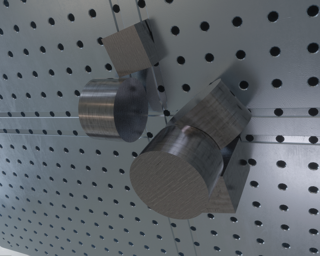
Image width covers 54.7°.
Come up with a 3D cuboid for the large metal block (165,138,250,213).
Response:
[{"bbox_3d":[0.057,0.058,0.381,0.080,0.080,0.050,-8,114,32],"label":"large metal block"}]

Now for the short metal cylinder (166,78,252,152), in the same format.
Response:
[{"bbox_3d":[0.053,-0.009,0.342,0.050,0.080,0.080,48,129,-5],"label":"short metal cylinder"}]

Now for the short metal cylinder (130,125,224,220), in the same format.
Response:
[{"bbox_3d":[0.017,0.043,0.309,0.080,0.050,0.079,13,124,21],"label":"short metal cylinder"}]

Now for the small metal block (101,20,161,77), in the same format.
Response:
[{"bbox_3d":[-0.034,-0.094,0.371,0.050,0.025,0.050,-12,113,33],"label":"small metal block"}]

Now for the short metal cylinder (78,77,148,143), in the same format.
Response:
[{"bbox_3d":[-0.056,-0.023,0.391,0.050,0.080,0.079,4,120,26],"label":"short metal cylinder"}]
